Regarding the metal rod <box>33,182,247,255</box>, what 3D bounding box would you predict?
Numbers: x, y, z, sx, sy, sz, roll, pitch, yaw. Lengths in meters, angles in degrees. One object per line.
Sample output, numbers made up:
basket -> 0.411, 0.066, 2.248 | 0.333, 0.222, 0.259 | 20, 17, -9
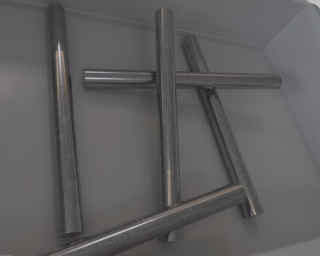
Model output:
metal rod -> -0.042, 0.106, 0.292 | 0.303, 0.025, 0.025 | -13, 69, -25

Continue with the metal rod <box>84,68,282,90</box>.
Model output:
metal rod -> 0.045, -0.068, 0.445 | 0.303, 0.025, 0.025 | -2, 63, -20

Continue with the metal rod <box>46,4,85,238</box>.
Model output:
metal rod -> -0.114, -0.029, 0.361 | 0.025, 0.025, 0.299 | 2, 61, -27

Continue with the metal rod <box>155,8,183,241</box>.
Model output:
metal rod -> 0.009, -0.018, 0.386 | 0.025, 0.025, 0.299 | 7, 69, -25

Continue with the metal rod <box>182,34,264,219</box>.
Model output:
metal rod -> 0.086, -0.018, 0.462 | 0.025, 0.025, 0.299 | -2, 62, -29
